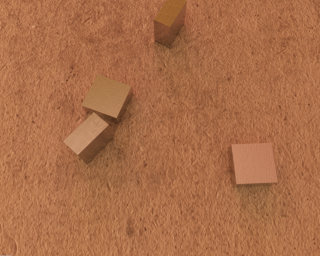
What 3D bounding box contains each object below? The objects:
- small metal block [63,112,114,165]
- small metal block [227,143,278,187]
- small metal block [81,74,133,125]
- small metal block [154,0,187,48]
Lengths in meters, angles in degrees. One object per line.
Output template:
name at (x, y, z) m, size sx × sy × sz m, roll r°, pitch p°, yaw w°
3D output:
small metal block at (-0.087, 0.014, 0.389) m, size 0.025 × 0.050 × 0.050 m, roll 40°, pitch 75°, yaw 13°
small metal block at (0.116, 0.047, 0.392) m, size 0.050 × 0.025 × 0.050 m, roll -2°, pitch 70°, yaw -1°
small metal block at (-0.070, -0.039, 0.422) m, size 0.050 × 0.025 × 0.050 m, roll 20°, pitch 71°, yaw 7°
small metal block at (0.015, -0.154, 0.451) m, size 0.025 × 0.050 × 0.050 m, roll 27°, pitch 72°, yaw 9°
